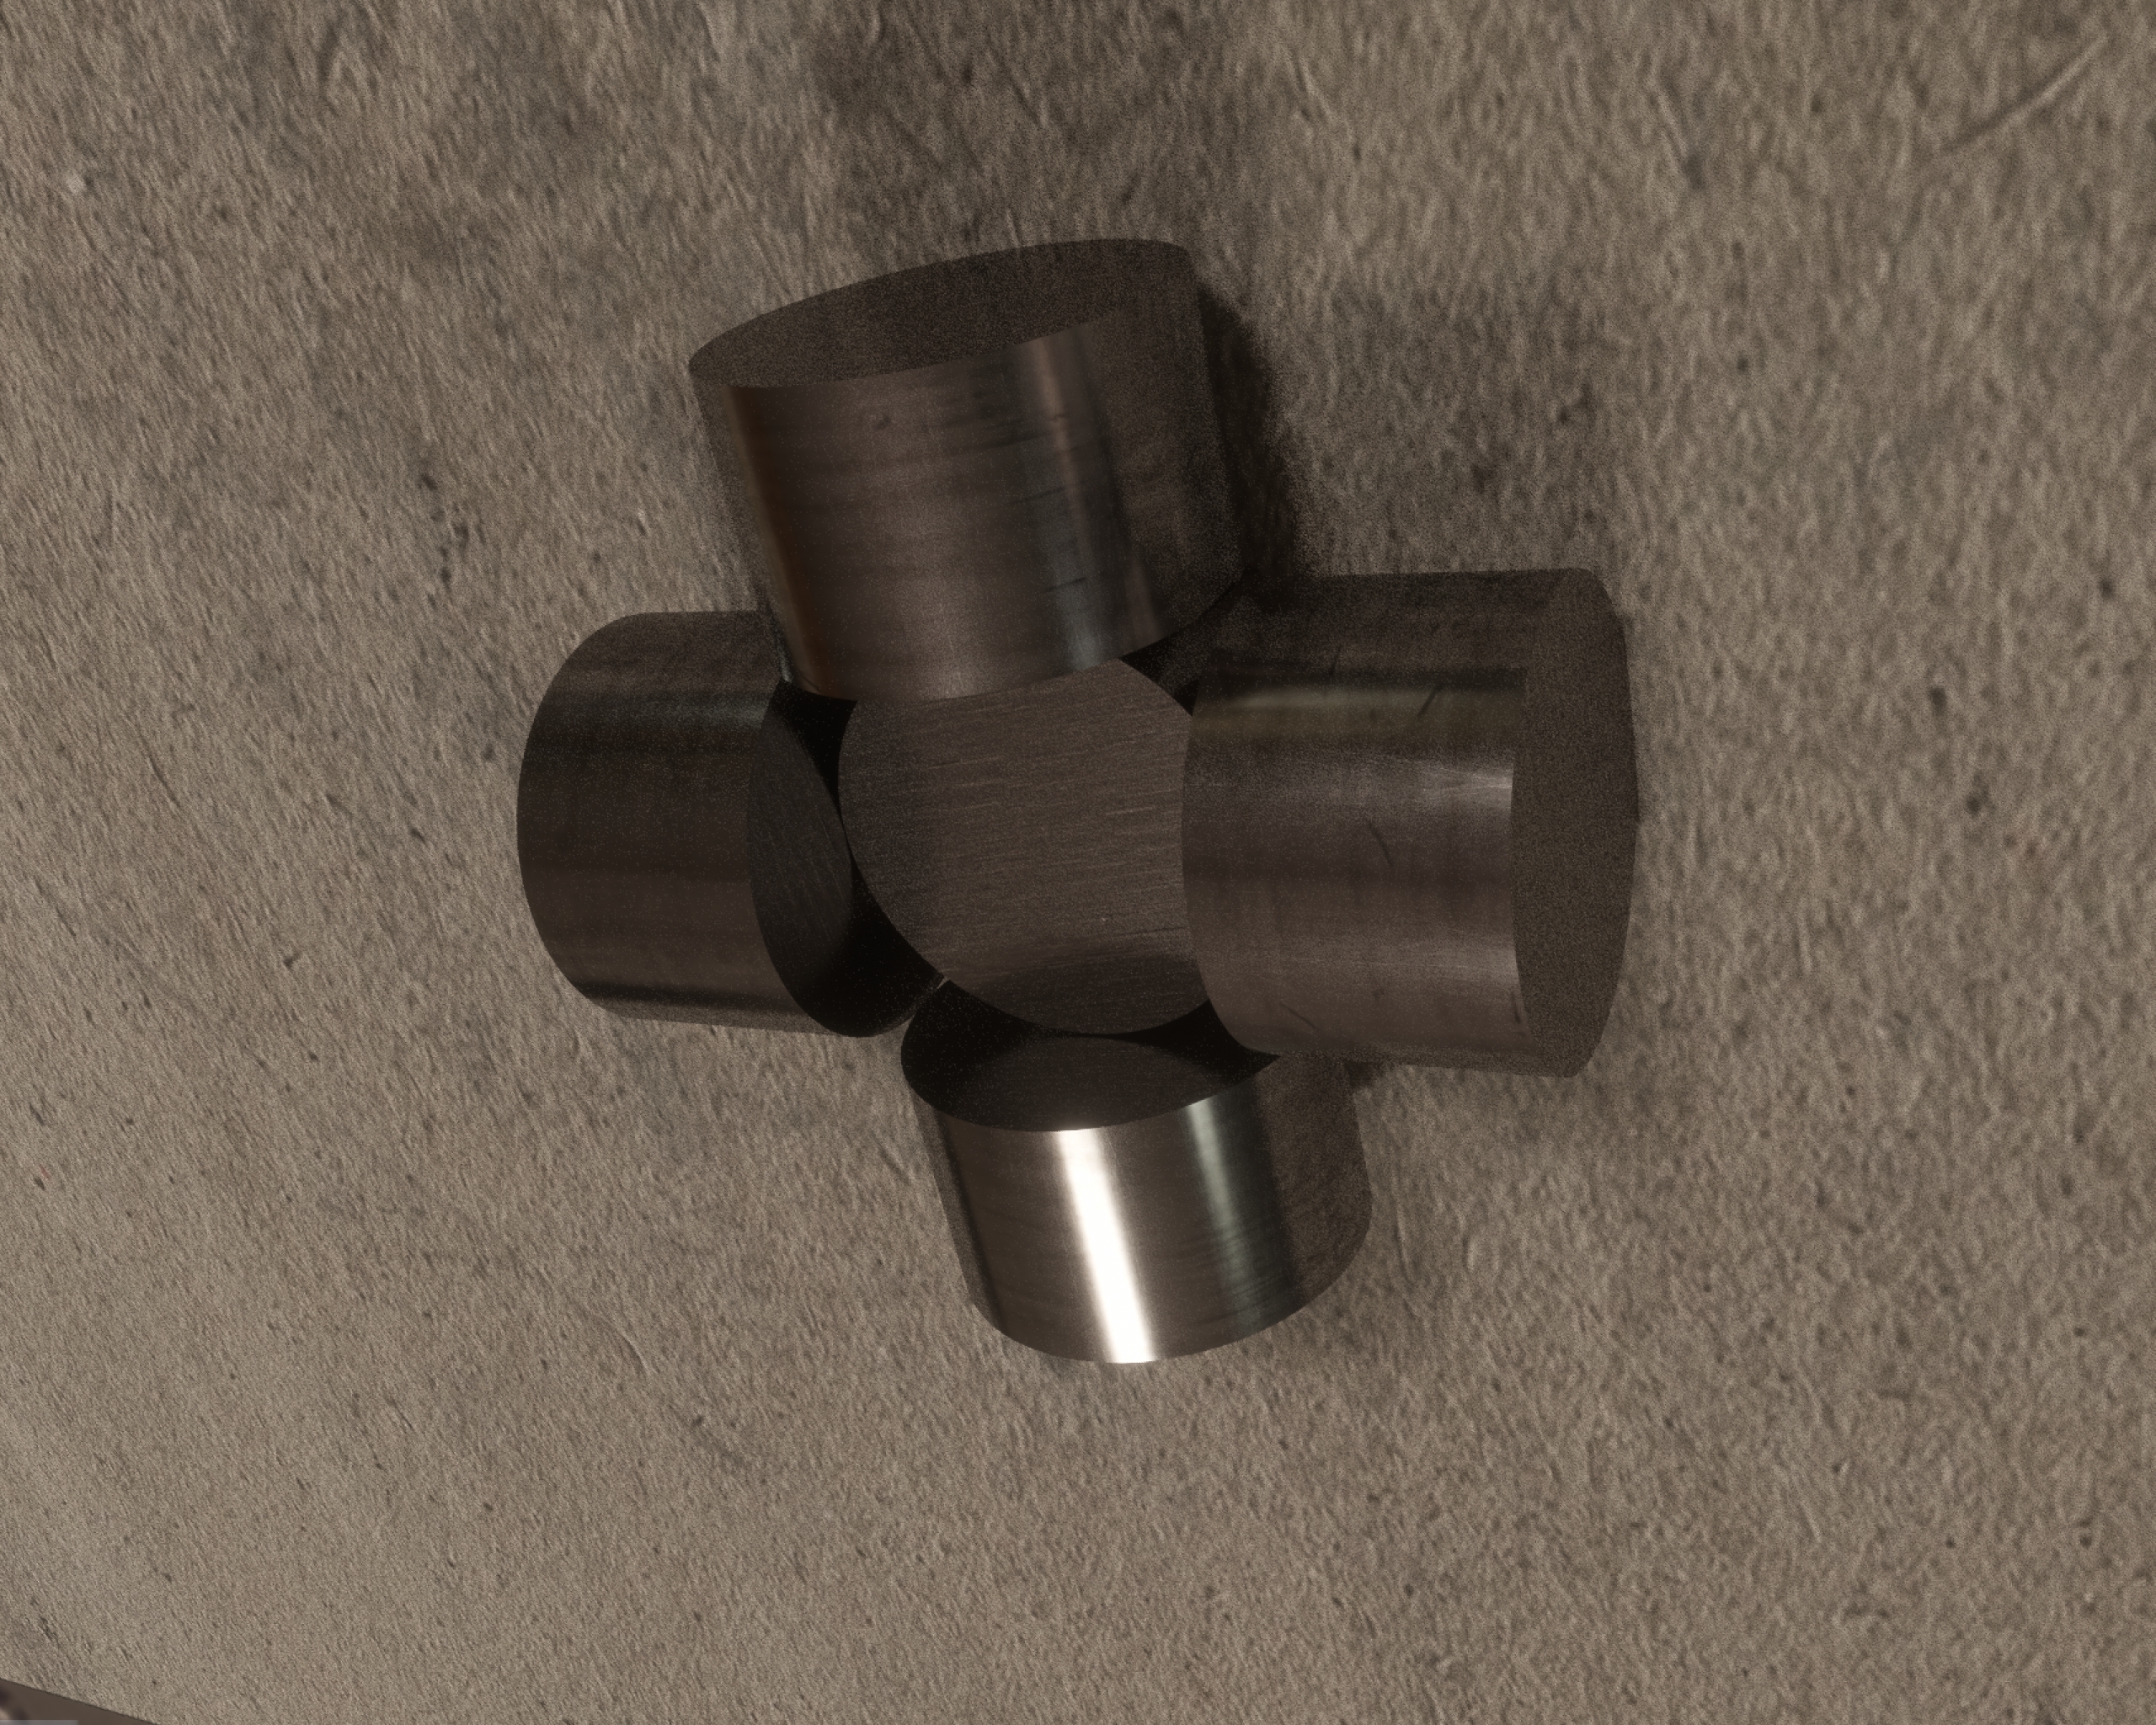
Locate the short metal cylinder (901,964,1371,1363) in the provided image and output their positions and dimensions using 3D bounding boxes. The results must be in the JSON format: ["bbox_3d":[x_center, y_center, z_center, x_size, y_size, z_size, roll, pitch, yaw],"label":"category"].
[{"bbox_3d":[0.012,0.049,0.395,0.080,0.080,0.050,1,118,27],"label":"short metal cylinder"}]

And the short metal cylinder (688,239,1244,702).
[{"bbox_3d":[-0.017,-0.066,0.339,0.080,0.080,0.050,2,120,27],"label":"short metal cylinder"}]

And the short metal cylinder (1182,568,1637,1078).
[{"bbox_3d":[0.056,-0.007,0.338,0.050,0.080,0.079,2,119,27],"label":"short metal cylinder"}]

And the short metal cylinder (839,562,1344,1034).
[{"bbox_3d":[0.004,-0.016,0.379,0.080,0.050,0.079,13,124,20],"label":"short metal cylinder"}]

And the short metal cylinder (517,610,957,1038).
[{"bbox_3d":[-0.060,-0.008,0.398,0.050,0.080,0.079,2,119,27],"label":"short metal cylinder"}]
